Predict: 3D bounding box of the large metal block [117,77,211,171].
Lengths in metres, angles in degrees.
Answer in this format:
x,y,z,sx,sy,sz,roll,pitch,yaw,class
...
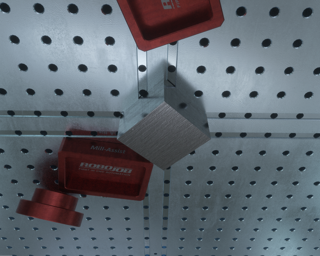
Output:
x,y,z,sx,sy,sz,roll,pitch,yaw,class
0.005,-0.002,0.393,0.080,0.050,0.080,37,121,-27,large metal block

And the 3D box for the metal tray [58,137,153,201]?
x,y,z,sx,sy,sz,roll,pitch,yaw,class
-0.081,0.063,0.461,0.131,0.030,0.089,8,130,-8,metal tray

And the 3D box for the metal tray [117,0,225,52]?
x,y,z,sx,sy,sz,roll,pitch,yaw,class
-0.001,-0.145,0.284,0.090,0.030,0.130,-16,129,13,metal tray

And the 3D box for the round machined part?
x,y,z,sx,sy,sz,roll,pitch,yaw,class
-0.167,0.122,0.484,0.099,0.042,0.098,11,161,4,round machined part
